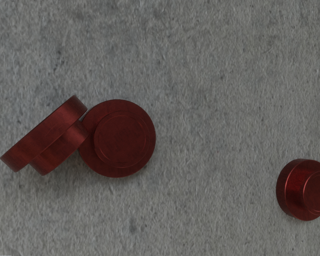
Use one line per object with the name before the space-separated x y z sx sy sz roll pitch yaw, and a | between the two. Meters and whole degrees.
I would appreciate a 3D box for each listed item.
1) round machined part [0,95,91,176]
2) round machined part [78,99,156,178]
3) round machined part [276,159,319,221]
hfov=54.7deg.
round machined part | -0.113 0.012 0.329 0.098 0.098 0.042 -45 105 -15
round machined part | -0.051 0.013 0.382 0.099 0.042 0.097 0 90 -21
round machined part | 0.238 0.099 0.490 0.099 0.042 0.097 0 90 -21
